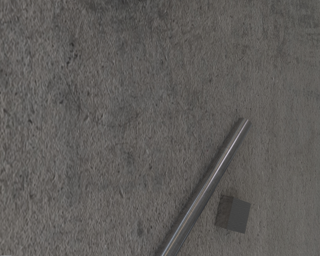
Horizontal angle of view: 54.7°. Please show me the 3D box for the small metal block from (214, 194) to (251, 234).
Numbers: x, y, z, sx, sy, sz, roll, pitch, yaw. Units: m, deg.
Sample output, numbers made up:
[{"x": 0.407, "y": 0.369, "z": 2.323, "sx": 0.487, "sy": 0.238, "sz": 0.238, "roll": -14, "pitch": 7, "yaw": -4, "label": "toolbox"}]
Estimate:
[{"x": 0.119, "y": 0.140, "z": 0.504, "sx": 0.050, "sy": 0.025, "sz": 0.050, "roll": 26, "pitch": 74, "yaw": -37, "label": "small metal block"}]

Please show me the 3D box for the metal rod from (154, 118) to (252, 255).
[{"x": 0.062, "y": 0.098, "z": 0.456, "sx": 0.301, "sy": 0.025, "sz": 0.025, "roll": -53, "pitch": 121, "yaw": -27, "label": "metal rod"}]
